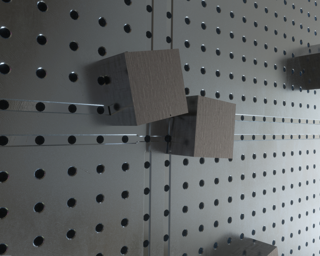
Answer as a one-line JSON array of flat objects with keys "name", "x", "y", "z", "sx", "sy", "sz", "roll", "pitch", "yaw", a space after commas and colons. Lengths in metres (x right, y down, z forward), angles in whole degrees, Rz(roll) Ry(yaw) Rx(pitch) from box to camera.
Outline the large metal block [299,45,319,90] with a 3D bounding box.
[{"name": "large metal block", "x": 0.361, "y": -0.139, "z": 0.692, "sx": 0.080, "sy": 0.050, "sz": 0.080, "roll": -34, "pitch": 111, "yaw": -35}]

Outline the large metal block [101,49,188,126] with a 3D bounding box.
[{"name": "large metal block", "x": -0.017, "y": -0.050, "z": 0.377, "sx": 0.081, "sy": 0.050, "sz": 0.080, "roll": -16, "pitch": 100, "yaw": -39}]

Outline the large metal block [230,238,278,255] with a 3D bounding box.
[{"name": "large metal block", "x": 0.160, "y": 0.249, "z": 0.526, "sx": 0.081, "sy": 0.050, "sz": 0.080, "roll": -17, "pitch": 101, "yaw": -39}]

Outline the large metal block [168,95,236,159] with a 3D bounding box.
[{"name": "large metal block", "x": 0.061, "y": 0.001, "z": 0.443, "sx": 0.081, "sy": 0.050, "sz": 0.080, "roll": 7, "pitch": 86, "yaw": -40}]
